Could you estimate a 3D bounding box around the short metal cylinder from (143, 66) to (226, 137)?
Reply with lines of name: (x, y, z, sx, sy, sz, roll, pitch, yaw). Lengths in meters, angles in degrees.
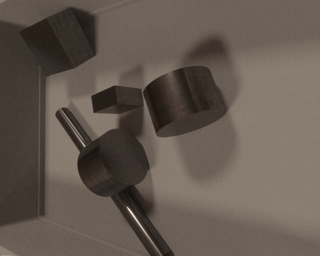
short metal cylinder: (0.027, -0.027, 0.347, 0.080, 0.081, 0.050, -28, 73, 36)

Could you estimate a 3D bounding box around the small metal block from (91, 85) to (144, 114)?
small metal block: (-0.060, -0.038, 0.438, 0.050, 0.050, 0.025, -16, 80, 38)

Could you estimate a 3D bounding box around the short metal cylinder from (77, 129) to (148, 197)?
short metal cylinder: (-0.063, 0.047, 0.421, 0.050, 0.081, 0.080, -31, 71, 35)

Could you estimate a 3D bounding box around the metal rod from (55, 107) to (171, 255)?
metal rod: (-0.084, 0.071, 0.473, 0.300, 0.025, 0.025, 48, 118, 29)

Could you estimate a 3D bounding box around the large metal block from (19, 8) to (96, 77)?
large metal block: (-0.165, -0.136, 0.500, 0.080, 0.050, 0.080, -4, 121, 39)
